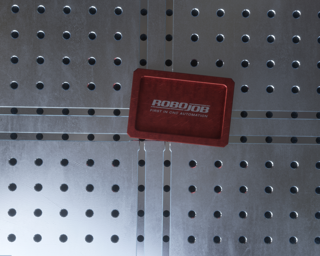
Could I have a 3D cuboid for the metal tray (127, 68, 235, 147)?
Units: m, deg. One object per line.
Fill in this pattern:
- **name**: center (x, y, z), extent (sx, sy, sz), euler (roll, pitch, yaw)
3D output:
- **metal tray**: center (0.027, -0.026, 0.411), extent (0.131, 0.030, 0.089), euler (6, 90, -1)
